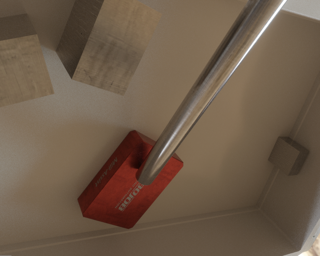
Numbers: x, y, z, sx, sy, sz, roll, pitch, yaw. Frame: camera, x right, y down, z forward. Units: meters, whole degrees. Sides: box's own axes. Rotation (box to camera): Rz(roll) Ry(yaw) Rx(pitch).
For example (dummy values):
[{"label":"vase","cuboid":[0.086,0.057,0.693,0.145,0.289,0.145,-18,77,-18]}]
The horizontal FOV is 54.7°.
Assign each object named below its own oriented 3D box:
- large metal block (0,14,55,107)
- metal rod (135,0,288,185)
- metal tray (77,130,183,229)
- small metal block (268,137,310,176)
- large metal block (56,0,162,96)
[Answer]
[{"label":"large metal block","cuboid":[-0.142,-0.056,0.261,0.081,0.080,0.050,-18,126,-19]},{"label":"metal rod","cuboid":[0.041,-0.033,0.305,0.025,0.025,0.298,3,138,-30]},{"label":"metal tray","cuboid":[-0.040,0.076,0.432,0.090,0.030,0.130,32,101,-39]},{"label":"small metal block","cuboid":[0.227,0.049,0.551,0.025,0.050,0.050,0,118,-29]},{"label":"large metal block","cuboid":[-0.053,-0.088,0.291,0.050,0.080,0.080,16,110,-35]}]
